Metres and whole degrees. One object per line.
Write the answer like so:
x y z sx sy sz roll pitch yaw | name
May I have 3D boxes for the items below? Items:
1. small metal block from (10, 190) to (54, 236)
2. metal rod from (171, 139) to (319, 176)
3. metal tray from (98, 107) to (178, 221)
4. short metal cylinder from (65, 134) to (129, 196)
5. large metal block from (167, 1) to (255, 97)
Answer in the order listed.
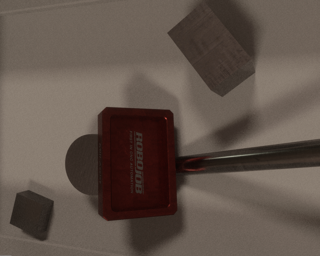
-0.198 0.130 0.478 0.050 0.025 0.050 17 96 18 | small metal block
0.127 0.026 0.298 0.299 0.025 0.025 -13 86 45 | metal rod
-0.028 0.042 0.380 0.091 0.030 0.129 1 81 -22 | metal tray
-0.081 0.048 0.424 0.080 0.050 0.079 0 90 19 | short metal cylinder
0.063 -0.086 0.359 0.050 0.080 0.080 -38 78 16 | large metal block
